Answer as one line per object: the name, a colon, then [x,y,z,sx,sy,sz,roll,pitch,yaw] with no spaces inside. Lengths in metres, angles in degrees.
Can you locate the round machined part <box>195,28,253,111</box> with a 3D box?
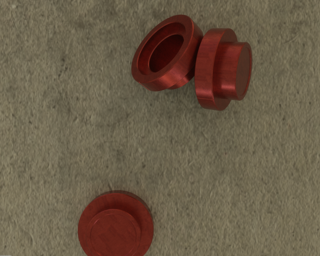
round machined part: [0.081,-0.068,0.371,0.042,0.098,0.097,10,90,28]

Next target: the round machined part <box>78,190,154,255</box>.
round machined part: [-0.058,0.133,0.401,0.099,0.042,0.097,0,90,-1]

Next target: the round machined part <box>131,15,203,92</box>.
round machined part: [0.014,-0.087,0.384,0.042,0.098,0.098,34,90,-38]
